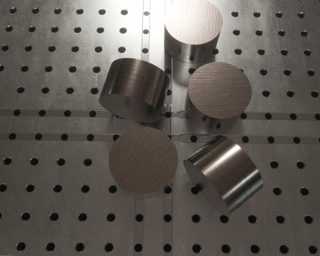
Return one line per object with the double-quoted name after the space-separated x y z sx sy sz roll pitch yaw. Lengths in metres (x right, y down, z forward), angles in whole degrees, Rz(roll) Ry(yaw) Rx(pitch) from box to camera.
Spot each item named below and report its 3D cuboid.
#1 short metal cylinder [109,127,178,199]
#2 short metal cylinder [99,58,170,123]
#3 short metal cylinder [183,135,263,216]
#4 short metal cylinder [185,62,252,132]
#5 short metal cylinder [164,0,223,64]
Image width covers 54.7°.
-0.019 0.044 0.382 0.081 0.050 0.080 0 70 0 "short metal cylinder"
-0.032 -0.046 0.399 0.080 0.080 0.050 13 71 4 "short metal cylinder"
0.072 0.055 0.363 0.050 0.080 0.080 -36 74 -12 "short metal cylinder"
0.076 -0.040 0.414 0.081 0.050 0.080 0 70 0 "short metal cylinder"
0.046 -0.141 0.450 0.081 0.050 0.080 0 70 -1 "short metal cylinder"
